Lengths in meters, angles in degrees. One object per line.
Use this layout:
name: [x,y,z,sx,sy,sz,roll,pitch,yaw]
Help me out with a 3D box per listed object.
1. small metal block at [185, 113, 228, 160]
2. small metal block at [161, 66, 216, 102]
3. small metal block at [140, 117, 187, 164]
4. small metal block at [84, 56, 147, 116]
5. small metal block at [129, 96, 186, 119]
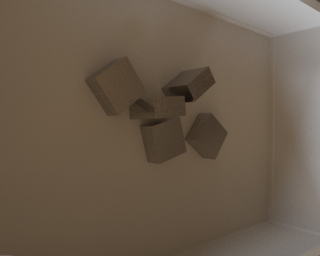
small metal block: [0.071,0.012,0.469,0.050,0.025,0.050,45,63,-31]
small metal block: [0.039,-0.058,0.425,0.050,0.050,0.025,-43,116,-32]
small metal block: [0.005,0.015,0.413,0.050,0.025,0.050,-20,103,-39]
small metal block: [-0.051,-0.049,0.365,0.050,0.025,0.050,-44,117,-31]
small metal block: [-0.004,-0.026,0.389,0.050,0.050,0.025,-7,95,-40]
